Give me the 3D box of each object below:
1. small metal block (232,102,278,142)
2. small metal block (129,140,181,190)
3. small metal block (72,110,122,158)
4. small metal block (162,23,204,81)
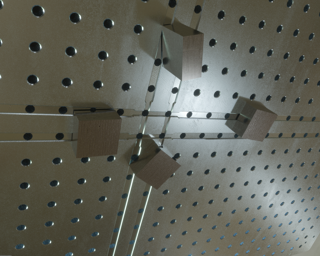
[{"bbox_3d":[0.150,-0.009,0.491,0.050,0.025,0.050,10,113,-33],"label":"small metal block"},{"bbox_3d":[-0.007,0.054,0.443,0.050,0.025,0.050,-46,130,3],"label":"small metal block"},{"bbox_3d":[-0.077,0.007,0.374,0.050,0.025,0.050,-3,120,-27],"label":"small metal block"},{"bbox_3d":[0.025,-0.088,0.356,0.025,0.050,0.050,-15,125,-21],"label":"small metal block"}]
